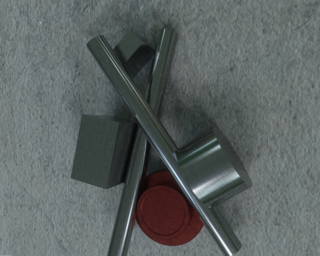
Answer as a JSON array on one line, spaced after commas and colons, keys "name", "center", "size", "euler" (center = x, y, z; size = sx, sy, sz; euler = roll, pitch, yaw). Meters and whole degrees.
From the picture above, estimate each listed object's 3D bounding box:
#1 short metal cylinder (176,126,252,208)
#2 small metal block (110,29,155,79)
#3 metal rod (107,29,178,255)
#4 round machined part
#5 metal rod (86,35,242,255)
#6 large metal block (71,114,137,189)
[{"name": "short metal cylinder", "center": [0.063, 0.045, 0.359], "size": [0.050, 0.080, 0.080], "euler": [-34, 80, 17]}, {"name": "small metal block", "center": [-0.037, -0.096, 0.409], "size": [0.050, 0.050, 0.025], "euler": [-47, 76, 14]}, {"name": "metal rod", "center": [-0.022, 0.020, 0.401], "size": [0.025, 0.025, 0.298], "euler": [12, 88, 19]}, {"name": "round machined part", "center": [0.010, 0.103, 0.398], "size": [0.098, 0.042, 0.097], "euler": [0, 90, 19]}, {"name": "metal rod", "center": [0.004, 0.020, 0.372], "size": [0.025, 0.025, 0.299], "euler": [-34, 88, 16]}, {"name": "large metal block", "center": [-0.064, 0.027, 0.403], "size": [0.050, 0.080, 0.079], "euler": [13, 94, 19]}]
